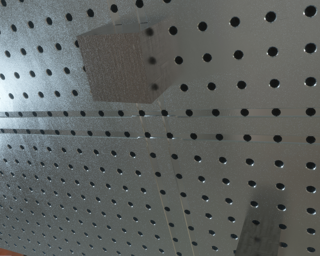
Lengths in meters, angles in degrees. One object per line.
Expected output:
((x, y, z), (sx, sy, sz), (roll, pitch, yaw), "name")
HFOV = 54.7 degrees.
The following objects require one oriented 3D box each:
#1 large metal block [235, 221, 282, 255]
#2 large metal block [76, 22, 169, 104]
((0.135, 0.189, 0.421), (0.050, 0.080, 0.079), (2, 119, 27), "large metal block")
((-0.041, -0.077, 0.368), (0.080, 0.050, 0.079), (5, 121, 25), "large metal block")
